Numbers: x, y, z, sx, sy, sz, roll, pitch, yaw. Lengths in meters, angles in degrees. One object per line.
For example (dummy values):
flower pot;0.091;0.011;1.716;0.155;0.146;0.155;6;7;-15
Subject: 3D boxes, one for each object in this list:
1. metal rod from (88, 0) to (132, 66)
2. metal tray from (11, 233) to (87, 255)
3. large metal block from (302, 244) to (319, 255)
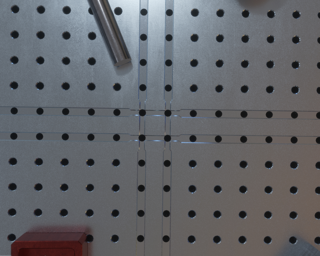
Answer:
metal rod;-0.105;-0.226;0.411;0.025;0.025;0.299;-22;90;0
metal tray;-0.145;0.208;0.409;0.091;0.030;0.129;0;90;-1
large metal block;0.215;0.217;0.404;0.080;0.050;0.080;39;90;-1
